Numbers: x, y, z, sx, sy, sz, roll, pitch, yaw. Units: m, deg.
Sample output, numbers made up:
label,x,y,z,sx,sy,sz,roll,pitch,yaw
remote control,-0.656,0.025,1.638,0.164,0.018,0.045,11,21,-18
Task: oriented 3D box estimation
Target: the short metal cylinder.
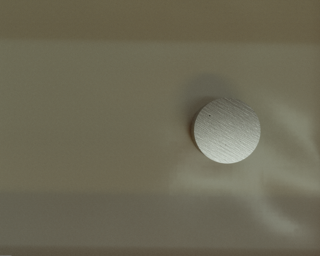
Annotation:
label,x,y,z,sx,sy,sz,roll,pitch,yaw
short metal cylinder,0.081,0.003,0.399,0.080,0.050,0.080,0,90,0
